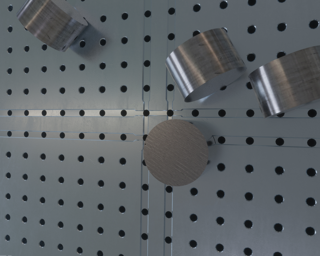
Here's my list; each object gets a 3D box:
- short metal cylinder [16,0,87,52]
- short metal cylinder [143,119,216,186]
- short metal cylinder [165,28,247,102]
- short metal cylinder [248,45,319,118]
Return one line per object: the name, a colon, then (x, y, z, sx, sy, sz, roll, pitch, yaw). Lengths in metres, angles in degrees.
short metal cylinder: (-0.150, -0.154, 0.436, 0.050, 0.080, 0.080, -45, 76, 14)
short metal cylinder: (0.026, 0.029, 0.390, 0.080, 0.050, 0.079, 0, 90, 20)
short metal cylinder: (0.053, -0.071, 0.364, 0.080, 0.080, 0.050, -29, 81, 18)
short metal cylinder: (0.143, -0.047, 0.333, 0.080, 0.080, 0.050, -20, 83, 19)
